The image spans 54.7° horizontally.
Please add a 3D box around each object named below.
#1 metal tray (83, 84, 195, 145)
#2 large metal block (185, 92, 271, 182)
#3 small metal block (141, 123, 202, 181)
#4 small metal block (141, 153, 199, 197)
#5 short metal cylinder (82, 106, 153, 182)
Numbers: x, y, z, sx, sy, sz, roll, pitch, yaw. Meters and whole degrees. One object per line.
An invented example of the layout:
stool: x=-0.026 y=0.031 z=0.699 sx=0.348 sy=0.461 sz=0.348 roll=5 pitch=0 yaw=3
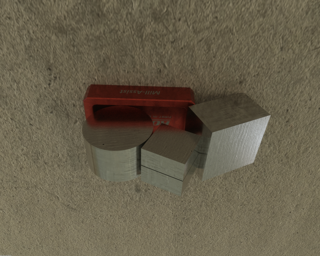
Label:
metal tray: x=-0.025 y=-0.009 z=0.397 sx=0.131 sy=0.030 sz=0.089 roll=2 pitch=130 yaw=-2
large metal block: x=0.078 y=0.010 z=0.383 sx=0.081 sy=0.050 sz=0.079 roll=-15 pitch=134 yaw=-22
small metal block: x=0.013 y=0.025 z=0.345 sx=0.050 sy=0.050 sz=0.025 roll=19 pitch=131 yaw=18
small metal block: x=0.012 y=0.045 z=0.361 sx=0.050 sy=0.050 sz=0.025 roll=19 pitch=131 yaw=18
short metal cylinder: x=-0.048 y=0.017 z=0.370 sx=0.081 sy=0.080 sz=0.050 roll=1 pitch=130 yaw=-1
